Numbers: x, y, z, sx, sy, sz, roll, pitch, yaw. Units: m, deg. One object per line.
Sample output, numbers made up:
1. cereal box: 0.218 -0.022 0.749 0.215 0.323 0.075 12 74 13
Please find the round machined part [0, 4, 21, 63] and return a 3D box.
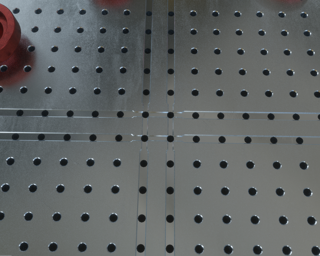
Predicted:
1. round machined part: -0.251 -0.131 0.449 0.099 0.042 0.098 0 70 0
